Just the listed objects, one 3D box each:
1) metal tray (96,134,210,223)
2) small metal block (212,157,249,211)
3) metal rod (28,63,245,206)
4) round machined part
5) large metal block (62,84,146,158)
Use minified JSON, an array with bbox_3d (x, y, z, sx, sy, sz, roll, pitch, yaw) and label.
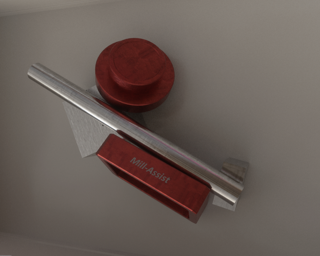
[{"bbox_3d":[-0.006,0.063,0.372,0.130,0.090,0.030,28,72,17],"label":"metal tray"},{"bbox_3d":[0.085,0.064,0.365,0.025,0.050,0.050,15,95,19],"label":"small metal block"},{"bbox_3d":[-0.041,-0.002,0.368,0.301,0.025,0.025,31,100,17],"label":"metal rod"},{"bbox_3d":[-0.030,-0.071,0.382,0.099,0.042,0.098,5,65,-10],"label":"round machined part"},{"bbox_3d":[-0.072,-0.013,0.420,0.080,0.050,0.080,-24,82,18],"label":"large metal block"}]
